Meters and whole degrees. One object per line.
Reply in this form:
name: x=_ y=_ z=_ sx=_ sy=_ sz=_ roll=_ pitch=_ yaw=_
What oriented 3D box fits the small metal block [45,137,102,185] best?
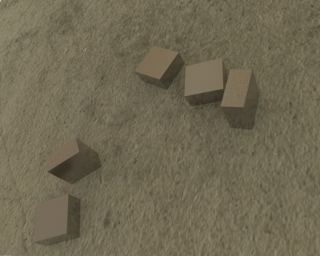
small metal block: x=-0.117 y=0.046 z=0.419 sx=0.050 sy=0.050 sz=0.025 roll=-32 pitch=52 yaw=7

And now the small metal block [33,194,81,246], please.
small metal block: x=-0.132 y=0.119 z=0.398 sx=0.050 sy=0.025 sz=0.050 roll=-19 pitch=54 yaw=16

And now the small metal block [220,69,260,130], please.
small metal block: x=0.094 y=-0.033 z=0.358 sx=0.025 sy=0.050 sz=0.050 roll=5 pitch=64 yaw=30

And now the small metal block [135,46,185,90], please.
small metal block: x=0.000 y=-0.090 z=0.458 sx=0.050 sy=0.025 sz=0.050 roll=25 pitch=75 yaw=36

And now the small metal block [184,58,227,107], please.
small metal block: x=0.061 y=-0.060 z=0.408 sx=0.050 sy=0.025 sz=0.050 roll=-9 pitch=58 yaw=23
